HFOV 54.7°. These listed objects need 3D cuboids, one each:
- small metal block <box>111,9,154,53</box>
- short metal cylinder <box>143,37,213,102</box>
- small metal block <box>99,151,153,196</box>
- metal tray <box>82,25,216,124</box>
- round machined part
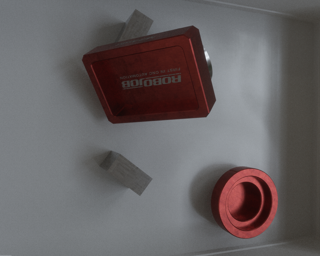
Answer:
[{"bbox_3d":[-0.037,-0.111,0.384,0.025,0.050,0.050,29,81,-18],"label":"small metal block"},{"bbox_3d":[0.020,-0.077,0.390,0.050,0.080,0.080,-34,102,-17],"label":"short metal cylinder"},{"bbox_3d":[-0.043,0.055,0.382,0.050,0.050,0.025,40,77,-16],"label":"small metal block"},{"bbox_3d":[-0.013,-0.053,0.343,0.030,0.130,0.090,-56,134,-49],"label":"metal tray"},{"bbox_3d":[0.116,0.104,0.446,0.099,0.042,0.097,0,90,-21],"label":"round machined part"}]
